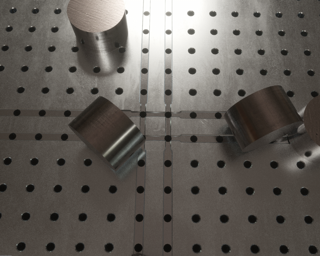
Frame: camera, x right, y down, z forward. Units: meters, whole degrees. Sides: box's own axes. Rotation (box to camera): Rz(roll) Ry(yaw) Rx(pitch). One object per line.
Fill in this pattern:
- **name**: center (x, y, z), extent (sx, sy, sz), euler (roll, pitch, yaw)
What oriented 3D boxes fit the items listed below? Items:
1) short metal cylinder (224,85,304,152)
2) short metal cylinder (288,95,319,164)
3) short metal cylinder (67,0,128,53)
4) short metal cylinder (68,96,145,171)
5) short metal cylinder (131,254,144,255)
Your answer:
- **short metal cylinder**: center (0.128, -0.010, 0.388), extent (0.080, 0.080, 0.050), euler (-21, 72, -8)
- **short metal cylinder**: center (0.215, 0.002, 0.401), extent (0.081, 0.050, 0.080), euler (0, 70, 0)
- **short metal cylinder**: center (-0.089, -0.158, 0.455), extent (0.081, 0.050, 0.080), euler (0, 70, 0)
- **short metal cylinder**: center (-0.065, 0.007, 0.379), extent (0.080, 0.080, 0.050), euler (40, 75, 13)
- **short metal cylinder**: center (0.001, 0.169, 0.321), extent (0.080, 0.080, 0.050), euler (15, 71, 5)
